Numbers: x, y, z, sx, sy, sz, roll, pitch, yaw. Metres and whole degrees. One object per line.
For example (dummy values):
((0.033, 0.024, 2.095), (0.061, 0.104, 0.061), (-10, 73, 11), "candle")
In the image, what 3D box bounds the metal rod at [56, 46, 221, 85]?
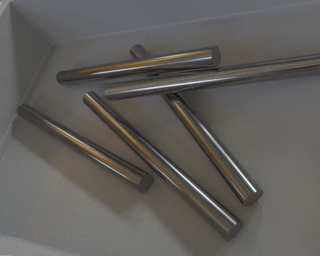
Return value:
((-0.053, -0.087, 0.459), (0.300, 0.025, 0.025), (1, 62, 37), "metal rod")

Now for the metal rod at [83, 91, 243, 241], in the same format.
((-0.019, 0.027, 0.397), (0.025, 0.025, 0.300), (-47, 52, -5), "metal rod")

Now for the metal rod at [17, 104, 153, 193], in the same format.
((-0.129, 0.018, 0.460), (0.300, 0.025, 0.025), (24, 74, 36), "metal rod")

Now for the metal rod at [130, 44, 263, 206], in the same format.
((0.028, -0.026, 0.405), (0.025, 0.025, 0.300), (-37, 51, 3), "metal rod")

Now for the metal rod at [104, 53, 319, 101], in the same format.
((0.073, -0.063, 0.382), (0.301, 0.025, 0.025), (-5, 59, 17), "metal rod")
